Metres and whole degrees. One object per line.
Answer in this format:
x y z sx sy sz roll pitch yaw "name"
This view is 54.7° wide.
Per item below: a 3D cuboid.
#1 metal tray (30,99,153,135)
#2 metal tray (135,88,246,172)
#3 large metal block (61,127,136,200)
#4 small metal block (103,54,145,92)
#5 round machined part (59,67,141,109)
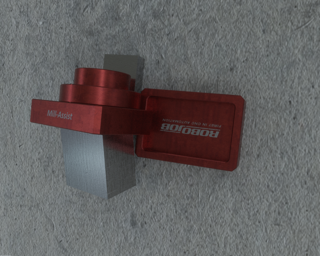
-0.086 -0.014 0.387 0.130 0.091 0.030 8 94 38 "metal tray"
0.037 0.000 0.394 0.130 0.030 0.089 7 92 19 "metal tray"
-0.080 0.038 0.404 0.080 0.050 0.079 7 106 37 "large metal block"
-0.051 -0.074 0.428 0.050 0.025 0.050 7 92 19 "small metal block"
-0.072 -0.048 0.384 0.098 0.098 0.042 7 92 19 "round machined part"
